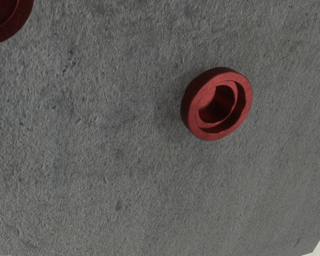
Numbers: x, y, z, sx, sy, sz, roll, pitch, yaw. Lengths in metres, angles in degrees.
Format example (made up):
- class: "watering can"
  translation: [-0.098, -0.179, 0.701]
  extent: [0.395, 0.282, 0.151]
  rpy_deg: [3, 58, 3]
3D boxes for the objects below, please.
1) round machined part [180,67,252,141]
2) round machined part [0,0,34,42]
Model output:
- class: "round machined part"
  translation: [0.070, -0.035, 0.412]
  extent: [0.099, 0.042, 0.097]
  rpy_deg: [-14, 124, -21]
- class: "round machined part"
  translation: [-0.152, -0.116, 0.240]
  extent: [0.099, 0.042, 0.097]
  rpy_deg: [-14, 124, -21]
